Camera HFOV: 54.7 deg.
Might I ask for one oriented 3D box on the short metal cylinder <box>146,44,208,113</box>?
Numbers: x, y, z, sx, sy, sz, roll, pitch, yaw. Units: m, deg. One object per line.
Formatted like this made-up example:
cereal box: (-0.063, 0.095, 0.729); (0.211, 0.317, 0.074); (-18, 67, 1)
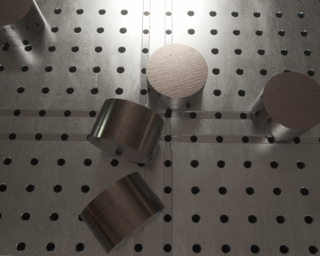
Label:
short metal cylinder: (0.022, -0.067, 0.423); (0.081, 0.050, 0.080); (0, 70, 0)

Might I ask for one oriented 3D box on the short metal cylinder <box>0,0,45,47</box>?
short metal cylinder: (-0.219, -0.167, 0.457); (0.081, 0.050, 0.080); (0, 70, 0)

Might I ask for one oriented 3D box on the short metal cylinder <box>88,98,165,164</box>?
short metal cylinder: (-0.040, 0.005, 0.380); (0.080, 0.080, 0.050); (18, 71, 6)

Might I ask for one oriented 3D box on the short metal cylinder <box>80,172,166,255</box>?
short metal cylinder: (-0.040, 0.094, 0.348); (0.080, 0.080, 0.050); (-37, 75, -13)

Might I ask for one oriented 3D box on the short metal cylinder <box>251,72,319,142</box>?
short metal cylinder: (0.169, -0.027, 0.410); (0.081, 0.050, 0.080); (0, 70, 0)
